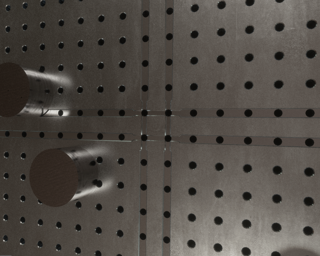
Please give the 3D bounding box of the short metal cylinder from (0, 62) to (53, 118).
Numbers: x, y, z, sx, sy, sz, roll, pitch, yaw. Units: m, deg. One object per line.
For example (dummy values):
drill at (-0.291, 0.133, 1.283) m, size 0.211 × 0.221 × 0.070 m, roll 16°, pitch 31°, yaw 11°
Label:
short metal cylinder at (-0.213, -0.056, 0.472) m, size 0.080 × 0.050 × 0.079 m, roll 0°, pitch 90°, yaw 19°

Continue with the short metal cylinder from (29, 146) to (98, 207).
short metal cylinder at (-0.138, 0.068, 0.446) m, size 0.080 × 0.050 × 0.079 m, roll 0°, pitch 90°, yaw 19°
